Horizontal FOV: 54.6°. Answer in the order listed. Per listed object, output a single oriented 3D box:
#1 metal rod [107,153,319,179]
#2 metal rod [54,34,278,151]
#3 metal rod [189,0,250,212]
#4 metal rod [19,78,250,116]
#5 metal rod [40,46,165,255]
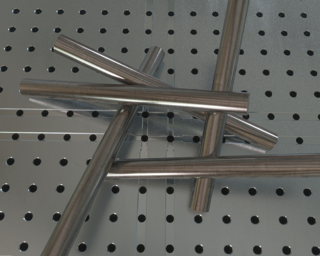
[{"bbox_3d":[0.062,0.044,0.348,0.301,0.025,0.025,-4,69,18],"label":"metal rod"},{"bbox_3d":[0.010,-0.043,0.397,0.301,0.025,0.025,24,72,-4],"label":"metal rod"},{"bbox_3d":[0.075,-0.048,0.374,0.025,0.025,0.298,11,91,4],"label":"metal rod"},{"bbox_3d":[-0.046,-0.041,0.383,0.301,0.025,0.025,6,69,19],"label":"metal rod"},{"bbox_3d":[-0.056,0.012,0.382,0.025,0.025,0.300,20,62,7],"label":"metal rod"}]
